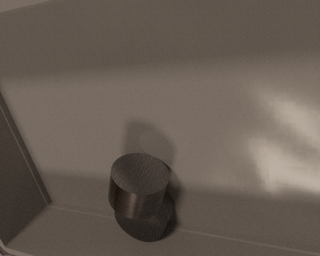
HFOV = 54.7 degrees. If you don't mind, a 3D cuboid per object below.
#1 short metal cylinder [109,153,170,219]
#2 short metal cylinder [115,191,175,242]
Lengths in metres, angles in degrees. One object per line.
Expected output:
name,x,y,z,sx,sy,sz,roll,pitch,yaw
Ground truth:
short metal cylinder,-0.031,0.080,0.438,0.080,0.080,0.050,22,127,14
short metal cylinder,-0.023,0.130,0.483,0.080,0.050,0.079,13,124,20
